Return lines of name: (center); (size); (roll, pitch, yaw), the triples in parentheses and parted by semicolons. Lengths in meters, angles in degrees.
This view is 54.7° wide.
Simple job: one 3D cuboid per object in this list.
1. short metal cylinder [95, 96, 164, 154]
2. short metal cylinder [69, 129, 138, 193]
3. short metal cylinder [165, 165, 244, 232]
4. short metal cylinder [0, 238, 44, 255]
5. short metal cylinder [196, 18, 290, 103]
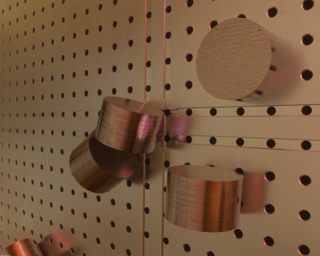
short metal cylinder: (-0.040, -0.006, 0.404); (0.080, 0.081, 0.050); (26, 106, 36)
short metal cylinder: (-0.078, 0.045, 0.436); (0.050, 0.081, 0.080); (-39, 66, 33)
short metal cylinder: (0.047, 0.072, 0.334); (0.080, 0.081, 0.050); (7, 95, 39)
short metal cylinder: (-0.262, 0.257, 0.586); (0.050, 0.081, 0.080); (45, 117, 30)
short metal cylinder: (0.085, -0.067, 0.322); (0.080, 0.050, 0.079); (0, 90, 39)
